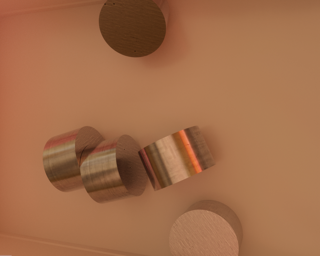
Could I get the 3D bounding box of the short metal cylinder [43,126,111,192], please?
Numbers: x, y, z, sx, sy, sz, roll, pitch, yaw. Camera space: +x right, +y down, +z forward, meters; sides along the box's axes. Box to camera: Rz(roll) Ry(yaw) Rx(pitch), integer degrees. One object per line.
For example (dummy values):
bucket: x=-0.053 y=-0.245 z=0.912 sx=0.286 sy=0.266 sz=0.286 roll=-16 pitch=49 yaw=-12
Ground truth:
short metal cylinder: x=-0.110 y=0.042 z=0.420 sx=0.050 sy=0.080 sz=0.080 roll=-17 pitch=85 yaw=19

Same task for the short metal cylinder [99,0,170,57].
short metal cylinder: x=-0.030 y=-0.136 z=0.386 sx=0.080 sy=0.050 sz=0.079 roll=4 pitch=131 yaw=5

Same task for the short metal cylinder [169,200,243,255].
short metal cylinder: x=0.057 y=0.133 z=0.377 sx=0.080 sy=0.050 sz=0.080 roll=0 pitch=90 yaw=20

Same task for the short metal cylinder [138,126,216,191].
short metal cylinder: x=0.020 y=0.037 z=0.374 sx=0.080 sy=0.080 sz=0.050 roll=-27 pitch=81 yaw=18

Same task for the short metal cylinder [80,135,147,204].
short metal cylinder: x=-0.058 y=0.053 z=0.402 sx=0.050 sy=0.080 sz=0.080 roll=-16 pitch=85 yaw=19
